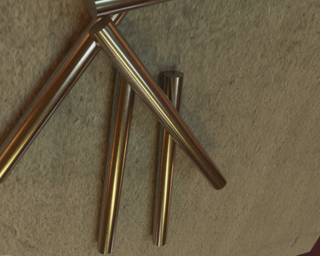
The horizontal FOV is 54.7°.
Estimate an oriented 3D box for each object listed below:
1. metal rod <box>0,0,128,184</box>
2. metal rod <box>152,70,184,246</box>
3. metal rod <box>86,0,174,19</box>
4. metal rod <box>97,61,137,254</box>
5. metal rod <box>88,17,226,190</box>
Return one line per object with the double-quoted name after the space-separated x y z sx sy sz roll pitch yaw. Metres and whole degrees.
-0.090 -0.063 0.319 0.025 0.025 0.299 32 100 -39 "metal rod"
0.008 0.063 0.451 0.025 0.025 0.298 -11 123 -23 "metal rod"
0.069 -0.161 0.326 0.302 0.025 0.025 -23 128 -23 "metal rod"
-0.059 0.054 0.408 0.025 0.025 0.298 -4 120 -27 "metal rod"
0.017 -0.005 0.380 0.025 0.025 0.300 -40 130 -1 "metal rod"
